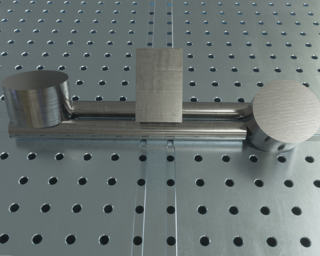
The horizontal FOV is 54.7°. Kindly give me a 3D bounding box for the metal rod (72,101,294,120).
[{"bbox_3d":[0.033,-0.024,0.427,0.302,0.025,0.025,1,50,0],"label":"metal rod"}]

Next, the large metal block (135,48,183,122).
[{"bbox_3d":[0.000,-0.048,0.373,0.050,0.080,0.079,1,92,0],"label":"large metal block"}]

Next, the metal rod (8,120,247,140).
[{"bbox_3d":[-0.041,0.002,0.404,0.302,0.025,0.025,1,50,0],"label":"metal rod"}]

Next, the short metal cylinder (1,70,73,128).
[{"bbox_3d":[-0.158,-0.040,0.405,0.081,0.050,0.080,0,27,0],"label":"short metal cylinder"}]

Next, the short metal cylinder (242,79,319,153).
[{"bbox_3d":[0.149,-0.013,0.386,0.081,0.050,0.080,0,72,0],"label":"short metal cylinder"}]
